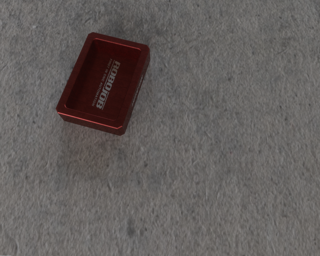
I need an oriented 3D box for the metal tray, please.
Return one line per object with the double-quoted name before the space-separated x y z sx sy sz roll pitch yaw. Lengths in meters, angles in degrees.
"metal tray" -0.074 -0.063 0.427 0.090 0.030 0.130 15 71 5
